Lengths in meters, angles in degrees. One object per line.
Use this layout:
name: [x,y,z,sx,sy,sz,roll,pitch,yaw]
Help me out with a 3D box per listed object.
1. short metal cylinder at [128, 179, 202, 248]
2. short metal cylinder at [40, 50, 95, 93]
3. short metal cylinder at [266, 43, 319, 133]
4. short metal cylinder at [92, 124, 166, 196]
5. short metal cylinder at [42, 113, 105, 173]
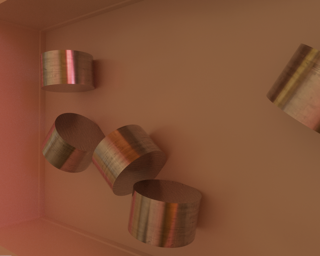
short metal cylinder: [0.005,0.097,0.365,0.080,0.081,0.050,14,99,39]
short metal cylinder: [-0.145,-0.087,0.488,0.080,0.081,0.050,-5,87,39]
short metal cylinder: [0.138,-0.028,0.257,0.080,0.081,0.050,42,116,31]
short metal cylinder: [-0.039,0.042,0.401,0.050,0.081,0.080,48,118,29]
short metal cylinder: [-0.133,0.022,0.478,0.050,0.081,0.080,-51,60,28]
